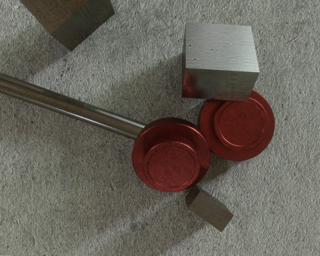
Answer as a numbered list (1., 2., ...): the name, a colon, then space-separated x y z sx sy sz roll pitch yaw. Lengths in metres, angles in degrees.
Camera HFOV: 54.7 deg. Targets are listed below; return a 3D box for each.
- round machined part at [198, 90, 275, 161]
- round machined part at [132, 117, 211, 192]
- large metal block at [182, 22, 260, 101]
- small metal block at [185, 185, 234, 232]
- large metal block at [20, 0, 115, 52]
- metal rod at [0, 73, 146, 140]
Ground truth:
1. round machined part: 0.101 -0.006 0.402 0.099 0.042 0.097 0 90 0
2. round machined part: 0.014 0.039 0.386 0.099 0.042 0.097 0 112 0
3. large metal block: 0.069 -0.081 0.379 0.081 0.050 0.080 3 55 0
4. small metal block: 0.061 0.101 0.398 0.050 0.050 0.025 36 90 0
5. large metal block: -0.108 -0.149 0.381 0.080 0.080 0.050 -42 90 0
6. metal rod: -0.161 -0.042 0.408 0.301 0.025 0.025 19 90 0
